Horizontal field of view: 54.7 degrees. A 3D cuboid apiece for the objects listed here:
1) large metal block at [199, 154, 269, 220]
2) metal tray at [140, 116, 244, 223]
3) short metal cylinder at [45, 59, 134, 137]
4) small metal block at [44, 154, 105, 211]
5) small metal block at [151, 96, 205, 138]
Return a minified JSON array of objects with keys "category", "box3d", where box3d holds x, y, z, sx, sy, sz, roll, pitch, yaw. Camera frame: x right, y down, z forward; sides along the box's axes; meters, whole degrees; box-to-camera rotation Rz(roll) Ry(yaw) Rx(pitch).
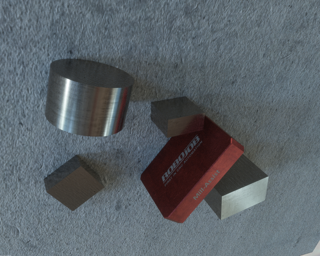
[{"category":"large metal block","box3d":[0.106,0.083,0.481,0.081,0.080,0.050,-18,126,-18]},{"category":"metal tray","box3d":[0.038,0.049,0.415,0.030,0.090,0.130,32,100,-38]},{"category":"short metal cylinder","box3d":[-0.071,-0.033,0.312,0.081,0.080,0.050,1,118,-29]},{"category":"small metal block","box3d":[-0.108,0.070,0.391,0.050,0.025,0.050,-37,129,-3]},{"category":"small metal block","box3d":[0.021,-0.015,0.393,0.050,0.050,0.025,-12,123,-22]}]
